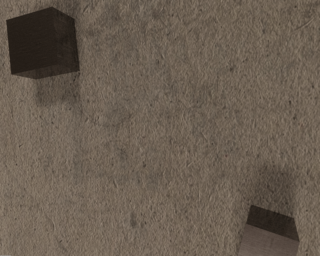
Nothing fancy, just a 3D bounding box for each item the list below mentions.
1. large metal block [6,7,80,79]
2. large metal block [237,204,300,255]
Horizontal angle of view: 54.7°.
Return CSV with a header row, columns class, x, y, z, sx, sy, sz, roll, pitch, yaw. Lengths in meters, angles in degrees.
class,x,y,z,sx,sy,sz,roll,pitch,yaw
large metal block,-0.171,-0.121,0.454,0.080,0.050,0.080,-7,88,19
large metal block,0.113,0.139,0.340,0.050,0.080,0.079,15,95,19
